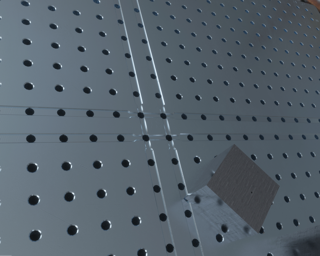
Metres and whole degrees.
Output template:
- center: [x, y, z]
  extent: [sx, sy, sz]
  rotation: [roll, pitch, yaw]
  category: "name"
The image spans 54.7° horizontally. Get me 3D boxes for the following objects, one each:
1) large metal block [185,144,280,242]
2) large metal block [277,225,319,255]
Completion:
- center: [0.093, 0.082, 0.395]
  extent: [0.080, 0.050, 0.080]
  rotation: [43, 51, 1]
  category: "large metal block"
- center: [0.205, 0.169, 0.383]
  extent: [0.080, 0.080, 0.050]
  rotation: [35, 51, -6]
  category: "large metal block"
